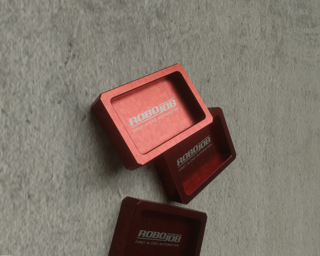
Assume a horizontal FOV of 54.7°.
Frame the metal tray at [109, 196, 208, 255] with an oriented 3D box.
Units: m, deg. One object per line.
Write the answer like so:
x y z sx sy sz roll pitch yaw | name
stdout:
0.002 0.146 0.405 0.131 0.030 0.090 22 76 -38 | metal tray

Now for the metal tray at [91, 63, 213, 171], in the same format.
-0.005 -0.018 0.378 0.131 0.030 0.090 -29 88 -35 | metal tray

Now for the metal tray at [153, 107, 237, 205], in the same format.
0.052 0.036 0.447 0.131 0.030 0.090 -34 111 -35 | metal tray
